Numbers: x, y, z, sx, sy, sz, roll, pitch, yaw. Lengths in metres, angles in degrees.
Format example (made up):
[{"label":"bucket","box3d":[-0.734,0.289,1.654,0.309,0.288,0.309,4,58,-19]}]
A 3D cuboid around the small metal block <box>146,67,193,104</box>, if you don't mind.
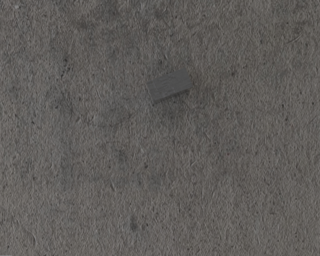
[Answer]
[{"label":"small metal block","box3d":[0.012,-0.053,0.398,0.050,0.050,0.025,-21,90,0]}]
